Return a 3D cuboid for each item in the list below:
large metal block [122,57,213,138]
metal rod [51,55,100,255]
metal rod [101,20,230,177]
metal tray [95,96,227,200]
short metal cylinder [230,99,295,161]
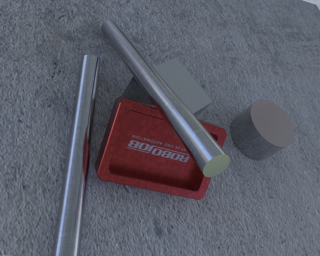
[{"bbox_3d":[0.009,-0.039,0.418,0.081,0.050,0.080,-32,80,-38],"label":"large metal block"},{"bbox_3d":[-0.089,0.040,0.332,0.025,0.025,0.299,13,56,-22],"label":"metal rod"},{"bbox_3d":[-0.015,-0.058,0.353,0.025,0.025,0.300,-1,37,-29],"label":"metal rod"},{"bbox_3d":[0.002,0.025,0.354,0.131,0.030,0.089,16,98,-20],"label":"metal tray"},{"bbox_3d":[0.155,0.003,0.472,0.081,0.050,0.080,14,56,-21],"label":"short metal cylinder"}]
